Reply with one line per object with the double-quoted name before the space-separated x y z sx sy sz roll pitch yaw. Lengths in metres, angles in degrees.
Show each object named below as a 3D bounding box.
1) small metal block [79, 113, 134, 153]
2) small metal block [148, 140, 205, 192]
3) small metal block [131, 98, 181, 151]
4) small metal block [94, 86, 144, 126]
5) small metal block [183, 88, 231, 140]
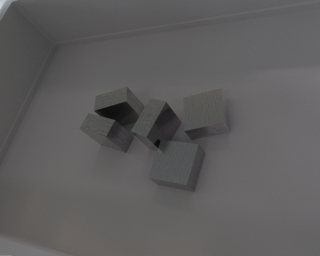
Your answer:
"small metal block" -0.072 0.007 0.423 0.050 0.050 0.025 14 69 34
"small metal block" 0.020 0.044 0.368 0.050 0.025 0.050 6 64 30
"small metal block" -0.003 -0.002 0.393 0.025 0.050 0.050 18 71 35
"small metal block" -0.056 -0.028 0.437 0.050 0.050 0.025 -14 56 20
"small metal block" 0.058 -0.017 0.386 0.050 0.025 0.050 -13 56 21
